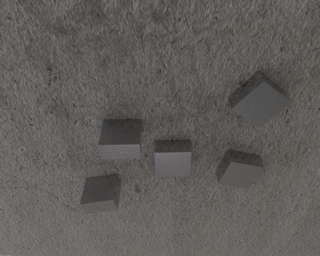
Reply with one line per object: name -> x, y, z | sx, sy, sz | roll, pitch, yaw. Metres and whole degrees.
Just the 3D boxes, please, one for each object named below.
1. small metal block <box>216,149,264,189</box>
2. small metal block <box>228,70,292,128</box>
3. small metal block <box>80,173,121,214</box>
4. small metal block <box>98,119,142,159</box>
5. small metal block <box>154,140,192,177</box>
small metal block -> 0.117, 0.062, 0.461 | 0.050, 0.025, 0.050 | 11, 129, -10
small metal block -> 0.121, -0.034, 0.379 | 0.050, 0.025, 0.050 | 30, 124, -24
small metal block -> -0.090, 0.100, 0.475 | 0.050, 0.050, 0.025 | -9, 130, 8
small metal block -> -0.050, 0.014, 0.402 | 0.050, 0.050, 0.025 | -1, 130, 0
small metal block -> 0.018, 0.044, 0.445 | 0.050, 0.025, 0.050 | -1, 130, 1
